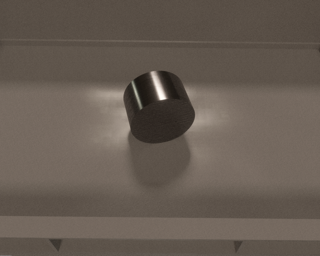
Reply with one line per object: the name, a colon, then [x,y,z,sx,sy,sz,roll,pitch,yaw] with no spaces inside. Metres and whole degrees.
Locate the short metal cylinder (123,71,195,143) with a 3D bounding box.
short metal cylinder: [-0.002,-0.025,0.390,0.081,0.080,0.050,-11,51,-9]
